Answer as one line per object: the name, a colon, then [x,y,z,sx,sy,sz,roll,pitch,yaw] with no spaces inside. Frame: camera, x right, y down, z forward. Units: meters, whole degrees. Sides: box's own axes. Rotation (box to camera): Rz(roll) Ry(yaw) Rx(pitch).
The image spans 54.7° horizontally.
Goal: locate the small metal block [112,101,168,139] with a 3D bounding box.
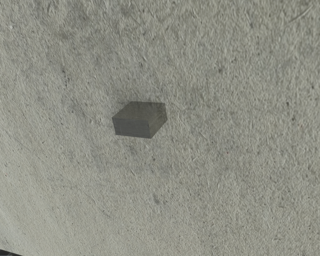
small metal block: [-0.025,-0.012,0.396,0.050,0.050,0.025,5,121,25]
